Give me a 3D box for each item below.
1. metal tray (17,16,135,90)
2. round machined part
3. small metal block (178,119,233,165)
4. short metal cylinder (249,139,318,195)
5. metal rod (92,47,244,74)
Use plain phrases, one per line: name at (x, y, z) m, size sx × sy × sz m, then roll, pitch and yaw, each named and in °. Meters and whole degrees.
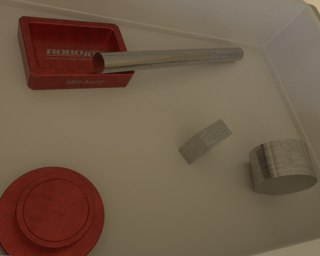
metal tray at (-0.108, -0.097, 0.404) m, size 0.131 × 0.030 × 0.090 m, roll -7°, pitch 65°, yaw -31°
round machined part at (-0.100, 0.082, 0.292) m, size 0.099 × 0.042 × 0.098 m, roll 14°, pitch 56°, yaw -21°
small metal block at (0.060, 0.018, 0.412) m, size 0.050 × 0.050 × 0.025 m, roll -28°, pitch 78°, yaw -38°
short metal cylinder at (0.168, 0.056, 0.429) m, size 0.081 × 0.080 × 0.050 m, roll 12°, pitch 57°, yaw -22°
metal rod at (0.035, -0.106, 0.466) m, size 0.302 × 0.025 × 0.025 m, roll -15°, pitch 70°, yaw -42°
